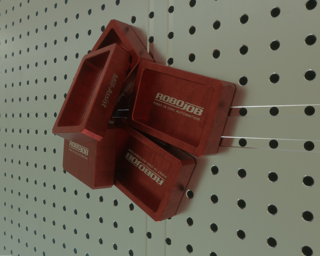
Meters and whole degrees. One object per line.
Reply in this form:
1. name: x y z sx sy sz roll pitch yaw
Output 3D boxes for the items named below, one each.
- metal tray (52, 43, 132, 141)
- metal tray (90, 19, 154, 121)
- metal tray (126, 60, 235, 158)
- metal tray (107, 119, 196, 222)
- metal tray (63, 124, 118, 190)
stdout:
1. metal tray: -0.094 -0.047 0.429 0.090 0.030 0.130 -2 64 47
2. metal tray: -0.075 -0.084 0.469 0.129 0.030 0.090 -47 61 30
3. metal tray: 0.020 -0.028 0.389 0.130 0.030 0.089 23 105 37
4. metal tray: -0.023 0.053 0.425 0.130 0.030 0.089 32 110 35
5. metal tray: -0.112 0.033 0.478 0.130 0.030 0.089 12 99 54
